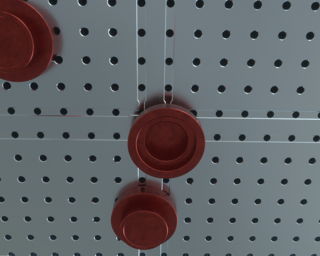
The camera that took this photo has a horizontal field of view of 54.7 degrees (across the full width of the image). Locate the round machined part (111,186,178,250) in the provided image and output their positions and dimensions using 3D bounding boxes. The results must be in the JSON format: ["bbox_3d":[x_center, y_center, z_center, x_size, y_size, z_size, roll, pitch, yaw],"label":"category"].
[{"bbox_3d":[-0.023,0.138,0.455,0.099,0.042,0.097,0,110,-1],"label":"round machined part"}]

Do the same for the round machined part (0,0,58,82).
[{"bbox_3d":[-0.176,-0.102,0.364,0.099,0.042,0.097,0,110,-1],"label":"round machined part"}]

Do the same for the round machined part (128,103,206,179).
[{"bbox_3d":[0.008,0.014,0.410,0.099,0.042,0.097,0,110,-1],"label":"round machined part"}]
